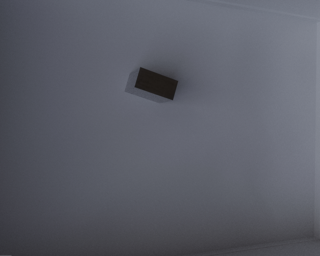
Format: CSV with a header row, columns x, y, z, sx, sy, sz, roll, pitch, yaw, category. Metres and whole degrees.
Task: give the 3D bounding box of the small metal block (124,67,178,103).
x,y,z,sx,sy,sz,roll,pitch,yaw,category
-0.012,-0.053,0.392,0.050,0.050,0.025,17,85,-19,small metal block
